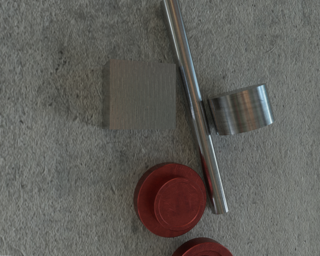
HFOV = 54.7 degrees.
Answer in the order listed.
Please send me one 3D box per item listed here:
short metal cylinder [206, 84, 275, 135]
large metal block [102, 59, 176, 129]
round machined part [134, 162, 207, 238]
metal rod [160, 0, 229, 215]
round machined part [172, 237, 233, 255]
[{"bbox_3d":[0.109,-0.026,0.420,0.081,0.080,0.050,-18,97,-19],"label":"short metal cylinder"},{"bbox_3d":[-0.027,-0.038,0.386,0.081,0.050,0.079,0,90,-20],"label":"large metal block"},{"bbox_3d":[0.018,0.096,0.407,0.099,0.042,0.097,0,90,-20],"label":"round machined part"},{"bbox_3d":[0.049,-0.026,0.426,0.025,0.025,0.298,-16,96,-19],"label":"metal rod"},{"bbox_3d":[0.052,0.196,0.419,0.099,0.042,0.097,0,90,-20],"label":"round machined part"}]
